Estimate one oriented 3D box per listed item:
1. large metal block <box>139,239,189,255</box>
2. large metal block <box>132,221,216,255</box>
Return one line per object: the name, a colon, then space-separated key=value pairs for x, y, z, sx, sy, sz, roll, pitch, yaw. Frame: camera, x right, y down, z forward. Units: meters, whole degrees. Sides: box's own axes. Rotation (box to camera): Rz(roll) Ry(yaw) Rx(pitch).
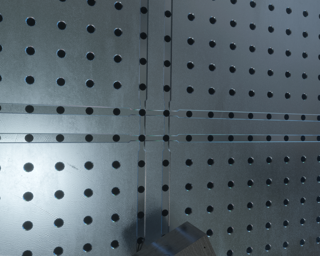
large metal block: x=0.012 y=0.197 z=0.405 sx=0.081 sy=0.050 sz=0.080 roll=13 pitch=86 yaw=-20
large metal block: x=0.024 y=0.169 z=0.357 sx=0.081 sy=0.050 sz=0.080 roll=-26 pitch=99 yaw=-18
